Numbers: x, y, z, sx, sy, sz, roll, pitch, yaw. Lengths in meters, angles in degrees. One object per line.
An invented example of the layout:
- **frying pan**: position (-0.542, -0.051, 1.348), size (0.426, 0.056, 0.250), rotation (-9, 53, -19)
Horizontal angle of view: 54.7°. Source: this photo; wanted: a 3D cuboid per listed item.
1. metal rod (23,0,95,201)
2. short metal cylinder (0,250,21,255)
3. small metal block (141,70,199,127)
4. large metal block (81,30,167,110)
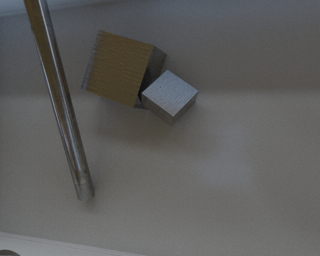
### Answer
- **metal rod**: position (-0.127, -0.039, 0.395), size (0.025, 0.025, 0.298), rotation (-1, 112, 20)
- **short metal cylinder**: position (-0.185, 0.181, 0.336), size (0.080, 0.050, 0.079), rotation (0, 90, 19)
- **small metal block**: position (0.012, -0.038, 0.392), size (0.050, 0.025, 0.050), rotation (37, 65, 15)
- **large metal block**: position (-0.047, -0.076, 0.413), size (0.080, 0.050, 0.080), rotation (21, 97, 18)
